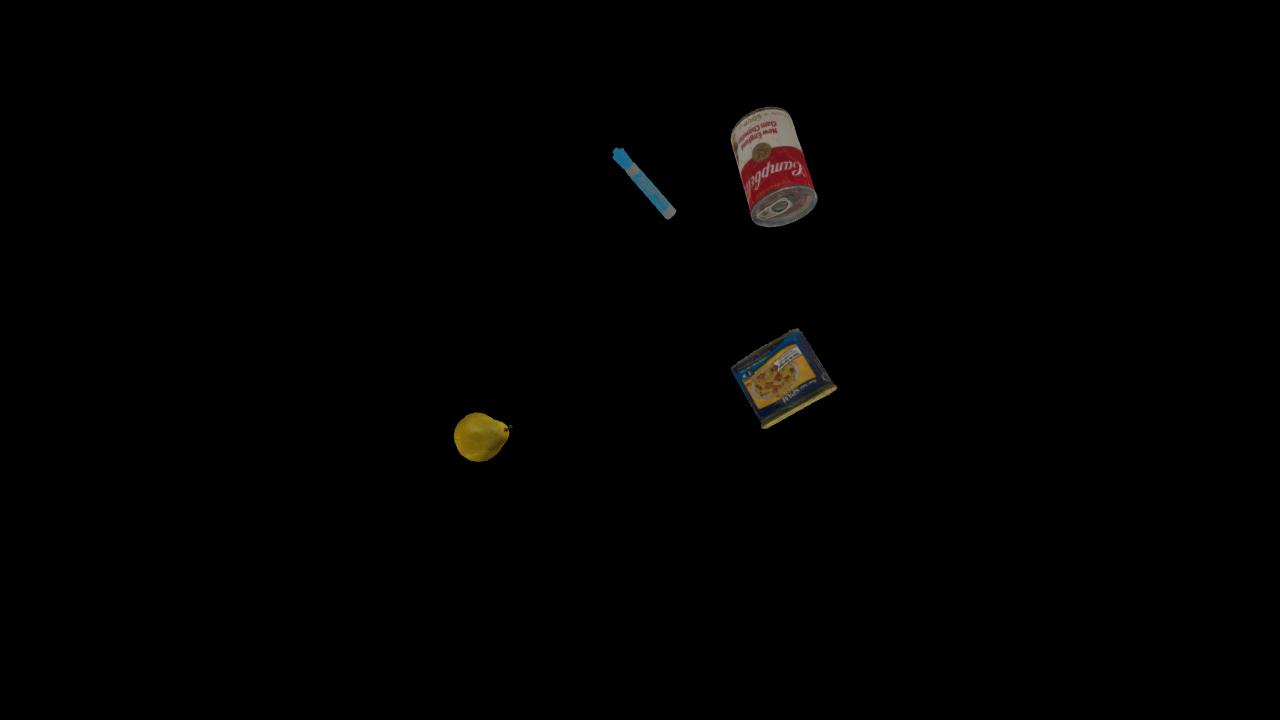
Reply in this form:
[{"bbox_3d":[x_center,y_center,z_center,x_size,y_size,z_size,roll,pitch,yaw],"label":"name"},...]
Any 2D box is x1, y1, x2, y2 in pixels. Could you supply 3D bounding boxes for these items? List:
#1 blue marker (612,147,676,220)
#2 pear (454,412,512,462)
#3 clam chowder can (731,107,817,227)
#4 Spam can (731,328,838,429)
[{"bbox_3d":[0.005,-0.240,0.835,0.121,0.020,0.020,43,-24,-30],"label":"blue marker"},{"bbox_3d":[-0.238,0.122,0.981,0.111,0.080,0.080,-6,-3,27],"label":"pear"},{"bbox_3d":[0.137,-0.199,0.635,0.068,0.102,0.068,-9,-21,-3],"label":"clam chowder can"},{"bbox_3d":[0.173,0.023,0.751,0.101,0.085,0.058,-32,-16,13],"label":"Spam can"}]
